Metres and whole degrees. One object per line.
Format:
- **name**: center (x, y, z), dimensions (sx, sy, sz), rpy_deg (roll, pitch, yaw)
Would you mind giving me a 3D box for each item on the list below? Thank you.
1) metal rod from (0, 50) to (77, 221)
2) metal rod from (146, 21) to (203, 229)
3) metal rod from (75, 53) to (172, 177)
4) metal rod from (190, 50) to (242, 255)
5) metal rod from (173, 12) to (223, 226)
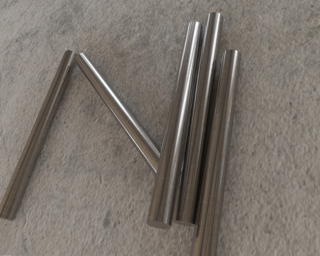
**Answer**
- **metal rod**: center (-0.192, -0.003, 0.503), dimensions (0.025, 0.025, 0.299), rpy_deg (-2, 61, 27)
- **metal rod**: center (0.026, -0.027, 0.387), dimensions (0.025, 0.025, 0.300), rpy_deg (-5, 54, 25)
- **metal rod**: center (-0.064, -0.032, 0.455), dimensions (0.025, 0.025, 0.300), rpy_deg (-40, 51, 1)
- **metal rod**: center (0.064, 0.036, 0.347), dimensions (0.025, 0.025, 0.300), rpy_deg (-1, 61, 27)
- **metal rod**: center (0.053, -0.031, 0.393), dimensions (0.025, 0.025, 0.299), rpy_deg (-2, 61, 27)
